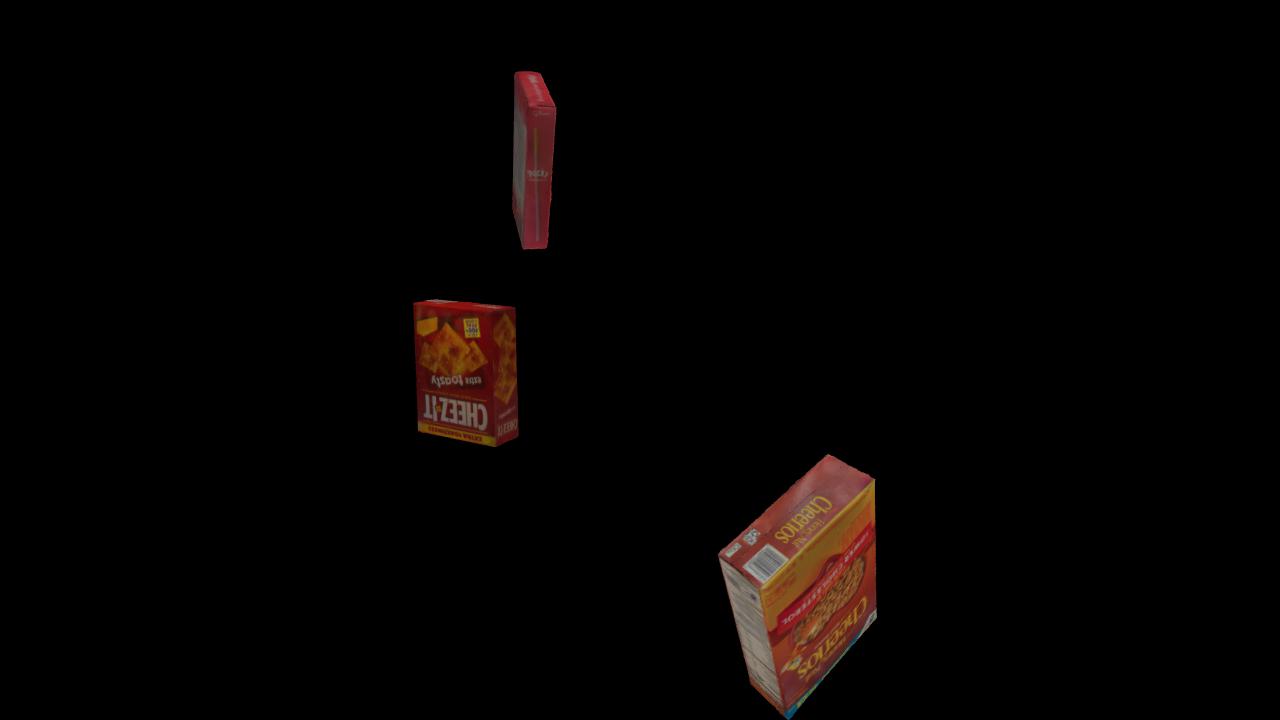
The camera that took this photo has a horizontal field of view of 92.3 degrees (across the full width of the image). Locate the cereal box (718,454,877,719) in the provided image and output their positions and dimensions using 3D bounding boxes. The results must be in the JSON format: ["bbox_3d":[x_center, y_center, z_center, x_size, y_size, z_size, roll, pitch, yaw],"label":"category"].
[{"bbox_3d":[0.216,0.296,0.788,0.203,0.306,0.081,-34,38,-24],"label":"cereal box"}]

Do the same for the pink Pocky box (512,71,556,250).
[{"bbox_3d":[-0.110,-0.199,0.625,0.029,0.155,0.084,-5,45,-18],"label":"pink Pocky box"}]

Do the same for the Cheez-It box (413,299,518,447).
[{"bbox_3d":[-0.286,0.018,1.007,0.166,0.223,0.071,8,14,25],"label":"Cheez-It box"}]
